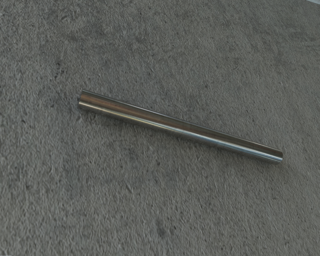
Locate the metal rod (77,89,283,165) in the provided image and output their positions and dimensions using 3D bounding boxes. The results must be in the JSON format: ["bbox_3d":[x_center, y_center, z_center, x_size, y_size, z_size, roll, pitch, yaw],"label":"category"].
[{"bbox_3d":[0.041,0.005,0.422,0.302,0.025,0.025,16,55,-19],"label":"metal rod"}]
